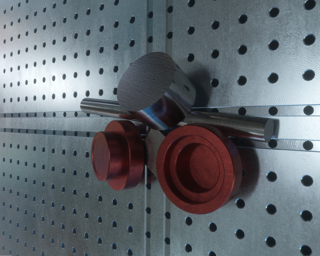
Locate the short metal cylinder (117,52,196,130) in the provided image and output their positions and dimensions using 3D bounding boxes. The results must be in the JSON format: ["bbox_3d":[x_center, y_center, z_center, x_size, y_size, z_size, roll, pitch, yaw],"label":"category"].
[{"bbox_3d":[-0.004,-0.044,0.373,0.080,0.050,0.080,-17,55,27],"label":"short metal cylinder"}]

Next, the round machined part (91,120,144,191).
[{"bbox_3d":[-0.064,0.038,0.429,0.098,0.042,0.097,3,93,58],"label":"round machined part"}]

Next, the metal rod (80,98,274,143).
[{"bbox_3d":[-0.004,-0.017,0.408,0.300,0.025,0.025,10,96,39],"label":"metal rod"}]

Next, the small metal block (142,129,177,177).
[{"bbox_3d":[0.003,0.031,0.402,0.050,0.025,0.050,44,116,31],"label":"small metal block"}]

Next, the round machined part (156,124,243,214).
[{"bbox_3d":[0.047,0.044,0.352,0.098,0.042,0.097,2,94,37],"label":"round machined part"}]
